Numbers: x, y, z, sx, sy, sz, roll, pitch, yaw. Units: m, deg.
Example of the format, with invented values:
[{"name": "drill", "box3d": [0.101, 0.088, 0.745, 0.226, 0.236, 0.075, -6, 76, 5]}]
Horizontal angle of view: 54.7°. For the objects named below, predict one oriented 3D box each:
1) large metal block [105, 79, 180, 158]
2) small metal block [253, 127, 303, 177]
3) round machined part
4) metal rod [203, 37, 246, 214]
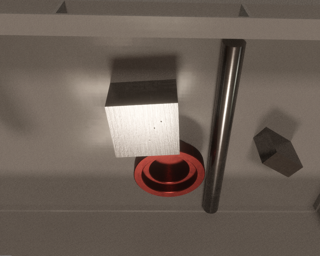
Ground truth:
[{"name": "large metal block", "box3d": [-0.018, -0.011, 0.383, 0.080, 0.050, 0.079, -3, 130, 2]}, {"name": "small metal block", "box3d": [0.160, 0.033, 0.423, 0.050, 0.050, 0.025, 27, 125, -22]}, {"name": "round machined part", "box3d": [0.013, 0.052, 0.442, 0.099, 0.042, 0.097, -1, 131, 0]}, {"name": "metal rod", "box3d": [0.083, 0.021, 0.428, 0.025, 0.025, 0.298, -1, 130, 0]}]
